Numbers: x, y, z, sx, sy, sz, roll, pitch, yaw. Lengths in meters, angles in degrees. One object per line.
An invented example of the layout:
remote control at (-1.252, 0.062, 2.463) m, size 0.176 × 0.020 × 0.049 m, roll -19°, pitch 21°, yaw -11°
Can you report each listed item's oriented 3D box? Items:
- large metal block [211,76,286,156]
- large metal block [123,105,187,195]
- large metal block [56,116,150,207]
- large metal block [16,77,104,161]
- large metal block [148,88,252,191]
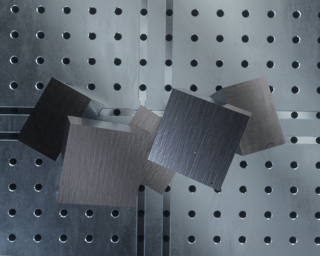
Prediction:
large metal block at (0.106, -0.014, 0.387) m, size 0.050 × 0.080 × 0.080 m, roll -16°, pitch 90°, yaw 0°
large metal block at (-0.010, 0.026, 0.400) m, size 0.080 × 0.050 × 0.080 m, roll 32°, pitch 90°, yaw -1°
large metal block at (-0.064, 0.036, 0.334) m, size 0.081 × 0.050 × 0.079 m, roll 9°, pitch 97°, yaw -21°
large metal block at (-0.118, -0.010, 0.384) m, size 0.050 × 0.080 × 0.080 m, roll 30°, pitch 90°, yaw -1°
large metal block at (0.044, 0.008, 0.332) m, size 0.080 × 0.050 × 0.079 m, roll 22°, pitch 103°, yaw 15°
